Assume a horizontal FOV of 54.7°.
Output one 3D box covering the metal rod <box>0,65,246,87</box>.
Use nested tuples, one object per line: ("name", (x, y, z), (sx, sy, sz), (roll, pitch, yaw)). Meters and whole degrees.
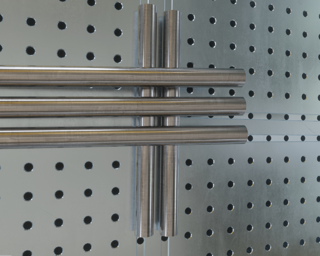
("metal rod", (-0.040, -0.062, 0.376), (0.302, 0.025, 0.025), (-2, 91, -12))

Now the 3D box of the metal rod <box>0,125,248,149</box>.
("metal rod", (-0.038, 0.010, 0.377), (0.302, 0.025, 0.025), (-1, 90, -12))

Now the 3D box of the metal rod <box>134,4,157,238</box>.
("metal rod", (-0.019, -0.010, 0.407), (0.025, 0.025, 0.298), (1, 90, -20))

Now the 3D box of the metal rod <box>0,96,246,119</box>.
("metal rod", (-0.039, -0.026, 0.377), (0.302, 0.025, 0.025), (-1, 91, -12))

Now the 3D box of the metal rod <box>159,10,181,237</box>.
("metal rod", (0.014, -0.006, 0.419), (0.025, 0.025, 0.298), (1, 90, -20))
